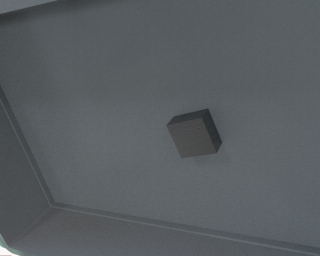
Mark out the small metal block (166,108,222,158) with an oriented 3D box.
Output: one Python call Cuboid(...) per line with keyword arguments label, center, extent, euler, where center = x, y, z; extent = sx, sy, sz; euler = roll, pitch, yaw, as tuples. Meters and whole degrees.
Cuboid(label="small metal block", center=(0.044, 0.008, 0.391), extent=(0.050, 0.025, 0.050), euler=(-13, 112, 33))
